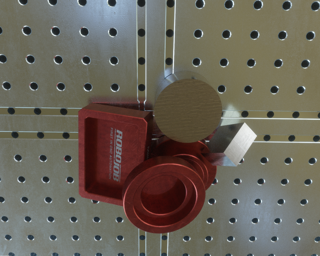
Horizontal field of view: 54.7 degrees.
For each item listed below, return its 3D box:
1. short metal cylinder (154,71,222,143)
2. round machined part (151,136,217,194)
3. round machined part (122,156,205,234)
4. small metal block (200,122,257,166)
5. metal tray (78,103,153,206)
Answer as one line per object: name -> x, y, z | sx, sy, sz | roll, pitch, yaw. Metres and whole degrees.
short metal cylinder -> 0.033, -0.028, 0.390 | 0.081, 0.050, 0.079 | 0, 110, -1
round machined part -> 0.029, 0.058, 0.425 | 0.099, 0.042, 0.097 | 0, 110, -1
round machined part -> 0.003, 0.077, 0.382 | 0.099, 0.042, 0.097 | -4, 112, -10
small metal block -> 0.088, 0.022, 0.399 | 0.025, 0.050, 0.050 | 45, 69, -15
metal tray -> -0.060, 0.038, 0.412 | 0.090, 0.030, 0.129 | 9, 110, 11
